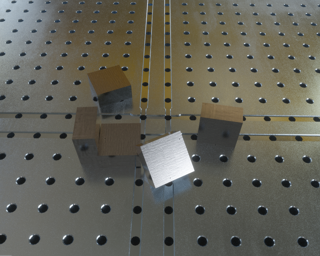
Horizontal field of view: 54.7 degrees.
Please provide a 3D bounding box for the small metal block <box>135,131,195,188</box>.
[{"bbox_3d":[0.005,0.035,0.361,0.050,0.025,0.050,-21,95,-17],"label":"small metal block"}]

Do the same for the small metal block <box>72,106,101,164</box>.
[{"bbox_3d":[-0.088,0.009,0.383,0.025,0.050,0.050,-3,50,-2],"label":"small metal block"}]

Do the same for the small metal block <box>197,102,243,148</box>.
[{"bbox_3d":[0.075,-0.003,0.395,0.050,0.050,0.025,8,51,6],"label":"small metal block"}]

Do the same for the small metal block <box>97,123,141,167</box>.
[{"bbox_3d":[-0.049,0.021,0.389,0.050,0.025,0.050,-1,50,-2],"label":"small metal block"}]

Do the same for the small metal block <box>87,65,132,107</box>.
[{"bbox_3d":[-0.075,-0.063,0.460,0.050,0.025,0.050,-19,53,-16],"label":"small metal block"}]
